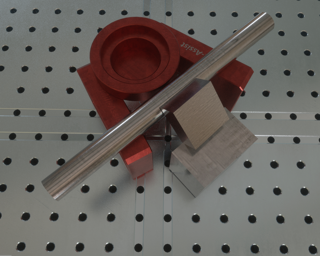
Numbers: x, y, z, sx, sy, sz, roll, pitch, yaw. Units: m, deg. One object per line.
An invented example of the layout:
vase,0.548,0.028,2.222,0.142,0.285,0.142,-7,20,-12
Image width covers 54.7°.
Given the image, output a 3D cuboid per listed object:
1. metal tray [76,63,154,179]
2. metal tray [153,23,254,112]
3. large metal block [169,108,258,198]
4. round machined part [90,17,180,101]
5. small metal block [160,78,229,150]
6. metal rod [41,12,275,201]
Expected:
metal tray,-0.053,-0.008,0.379,0.030,0.090,0.130,-28,73,-10
metal tray,0.046,-0.073,0.403,0.130,0.090,0.030,30,74,10
large metal block,0.059,0.032,0.368,0.080,0.080,0.050,-40,75,-13
round machined part,-0.027,-0.075,0.357,0.099,0.042,0.098,0,70,-1
small metal block,0.037,-0.015,0.317,0.050,0.050,0.025,-41,31,-14
metal rod,0.010,-0.032,0.328,0.301,0.025,0.025,-39,75,-13
